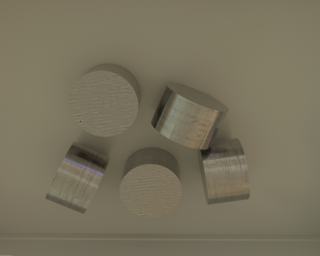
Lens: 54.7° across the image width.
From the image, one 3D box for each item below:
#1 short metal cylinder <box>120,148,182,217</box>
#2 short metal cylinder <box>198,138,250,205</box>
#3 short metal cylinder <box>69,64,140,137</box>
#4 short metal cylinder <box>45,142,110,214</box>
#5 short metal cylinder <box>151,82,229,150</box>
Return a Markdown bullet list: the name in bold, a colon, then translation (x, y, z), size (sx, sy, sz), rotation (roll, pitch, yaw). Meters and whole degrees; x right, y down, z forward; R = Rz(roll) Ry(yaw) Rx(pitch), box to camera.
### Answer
- **short metal cylinder**: translation (-0.012, 0.074, 0.423), size (0.081, 0.050, 0.079), rotation (0, 110, -1)
- **short metal cylinder**: translation (0.080, 0.056, 0.402), size (0.050, 0.080, 0.079), rotation (-8, 110, 3)
- **short metal cylinder**: translation (-0.066, -0.035, 0.382), size (0.081, 0.050, 0.079), rotation (0, 110, -1)
- **short metal cylinder**: translation (-0.105, 0.064, 0.402), size (0.050, 0.080, 0.080), rotation (26, 108, -10)
- **short metal cylinder**: translation (0.036, -0.016, 0.376), size (0.080, 0.080, 0.050), rotation (20, 109, -8)
